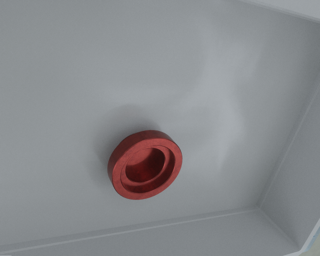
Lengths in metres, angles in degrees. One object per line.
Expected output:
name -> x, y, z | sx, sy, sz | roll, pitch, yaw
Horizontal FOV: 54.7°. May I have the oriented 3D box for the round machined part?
round machined part -> -0.023, 0.045, 0.414 | 0.099, 0.042, 0.097 | -14, 125, -21
